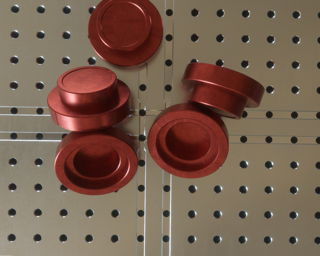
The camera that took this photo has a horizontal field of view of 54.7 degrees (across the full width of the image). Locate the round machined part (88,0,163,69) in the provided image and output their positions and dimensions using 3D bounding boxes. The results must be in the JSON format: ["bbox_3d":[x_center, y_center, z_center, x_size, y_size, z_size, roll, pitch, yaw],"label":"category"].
[{"bbox_3d":[-0.045,-0.129,0.404,0.099,0.042,0.097,0,90,-1],"label":"round machined part"}]

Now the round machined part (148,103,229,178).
[{"bbox_3d":[0.037,0.012,0.391,0.098,0.042,0.097,5,120,10],"label":"round machined part"}]

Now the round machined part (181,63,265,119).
[{"bbox_3d":[0.072,-0.041,0.378,0.098,0.098,0.042,20,89,-1],"label":"round machined part"}]

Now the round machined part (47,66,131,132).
[{"bbox_3d":[-0.085,-0.041,0.374,0.099,0.098,0.042,0,127,-1],"label":"round machined part"}]

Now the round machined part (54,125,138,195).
[{"bbox_3d":[-0.079,0.035,0.388,0.099,0.042,0.097,-7,126,-9],"label":"round machined part"}]
